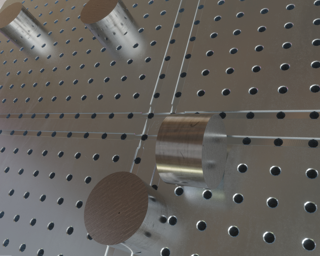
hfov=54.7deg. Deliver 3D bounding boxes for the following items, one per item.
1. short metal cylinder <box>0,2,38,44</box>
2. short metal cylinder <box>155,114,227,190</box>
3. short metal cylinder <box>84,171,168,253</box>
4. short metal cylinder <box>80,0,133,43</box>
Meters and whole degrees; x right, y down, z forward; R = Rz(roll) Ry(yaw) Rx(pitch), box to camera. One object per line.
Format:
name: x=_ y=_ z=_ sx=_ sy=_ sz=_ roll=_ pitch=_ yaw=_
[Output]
short metal cylinder: x=-0.331 y=-0.242 z=0.714 sx=0.080 sy=0.050 sz=0.080 roll=-13 pitch=56 yaw=21
short metal cylinder: x=0.037 y=0.024 z=0.339 sx=0.050 sy=0.080 sz=0.080 roll=2 pitch=63 yaw=29
short metal cylinder: x=-0.038 y=0.096 z=0.353 sx=0.080 sy=0.050 sz=0.080 roll=-13 pitch=56 yaw=21
short metal cylinder: x=-0.098 y=-0.203 z=0.568 sx=0.080 sy=0.050 sz=0.080 roll=-13 pitch=56 yaw=21
